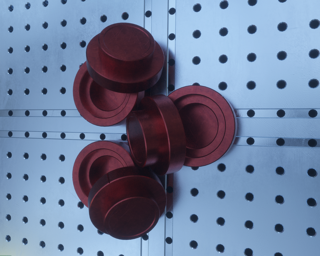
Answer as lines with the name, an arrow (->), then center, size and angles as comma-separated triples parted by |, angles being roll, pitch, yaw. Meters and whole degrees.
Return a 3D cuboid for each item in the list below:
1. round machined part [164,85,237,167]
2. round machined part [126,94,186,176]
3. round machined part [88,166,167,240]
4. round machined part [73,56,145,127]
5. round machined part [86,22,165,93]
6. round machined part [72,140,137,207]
round machined part -> 0.047, -0.003, 0.387 | 0.098, 0.042, 0.097 | 0, 90, 20
round machined part -> -0.011, 0.010, 0.376 | 0.042, 0.098, 0.098 | -11, 85, -22
round machined part -> -0.038, 0.100, 0.387 | 0.099, 0.042, 0.097 | -8, 119, -14
round machined part -> -0.066, -0.050, 0.426 | 0.098, 0.042, 0.097 | 0, 90, 20
round machined part -> -0.042, -0.094, 0.390 | 0.099, 0.042, 0.098 | 5, 56, -8
round machined part -> -0.067, 0.065, 0.427 | 0.098, 0.042, 0.097 | 0, 90, 20
